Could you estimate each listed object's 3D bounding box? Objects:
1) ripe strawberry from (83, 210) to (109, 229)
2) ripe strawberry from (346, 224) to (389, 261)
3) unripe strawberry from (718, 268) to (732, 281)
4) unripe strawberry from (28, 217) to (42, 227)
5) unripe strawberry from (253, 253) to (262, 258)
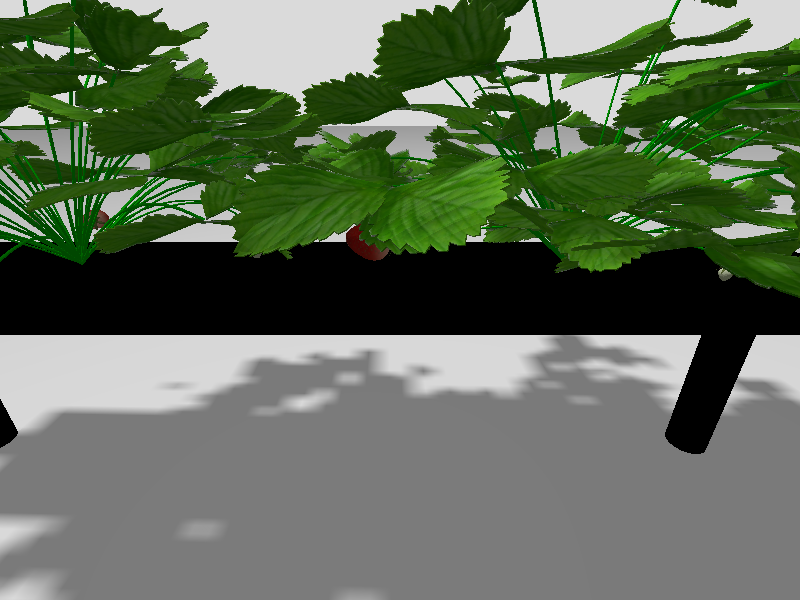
[{"bbox_3d":[-0.362,-0.097,0.477,0.026,0.023,0.026,-13,28,-26],"label":"ripe strawberry"},{"bbox_3d":[-0.030,-0.057,0.378,0.042,0.041,0.039,2,25,5],"label":"ripe strawberry"},{"bbox_3d":[0.269,-0.021,0.332,0.010,0.010,0.011,9,27,18],"label":"unripe strawberry"},{"bbox_3d":[-0.446,-0.096,0.489,0.015,0.015,0.014,42,43,23],"label":"unripe strawberry"},{"bbox_3d":[-0.131,-0.042,0.365,0.010,0.010,0.009,0,25,1],"label":"unripe strawberry"}]
